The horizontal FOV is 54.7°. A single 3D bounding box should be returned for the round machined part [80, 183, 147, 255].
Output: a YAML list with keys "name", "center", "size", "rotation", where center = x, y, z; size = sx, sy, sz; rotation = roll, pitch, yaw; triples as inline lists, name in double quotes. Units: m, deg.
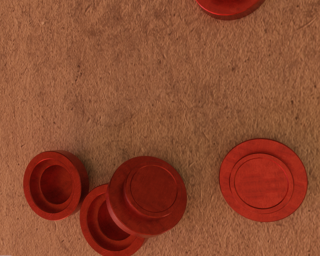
- name: "round machined part"
  center: [-0.055, 0.120, 0.419]
  size: [0.098, 0.042, 0.097]
  rotation: [0, 90, 20]

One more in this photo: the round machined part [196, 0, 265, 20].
- name: "round machined part"
  center: [0.084, -0.184, 0.370]
  size: [0.098, 0.042, 0.097]
  rotation: [0, 90, 20]

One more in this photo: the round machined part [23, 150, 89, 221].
- name: "round machined part"
  center: [-0.145, 0.080, 0.451]
  size: [0.098, 0.042, 0.097]
  rotation: [0, 90, 20]

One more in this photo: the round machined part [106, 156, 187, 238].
- name: "round machined part"
  center: [-0.012, 0.078, 0.374]
  size: [0.098, 0.099, 0.042]
  rotation: [53, 148, 12]

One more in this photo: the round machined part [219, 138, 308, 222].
- name: "round machined part"
  center: [0.117, 0.061, 0.358]
  size: [0.098, 0.042, 0.097]
  rotation: [0, 90, 20]
